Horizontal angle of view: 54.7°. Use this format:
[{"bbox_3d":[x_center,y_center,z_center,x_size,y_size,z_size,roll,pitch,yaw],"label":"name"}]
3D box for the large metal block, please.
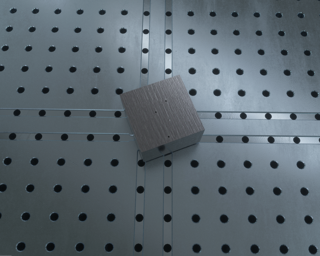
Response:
[{"bbox_3d":[0.002,-0.011,0.400,0.081,0.050,0.080,-20,71,-7],"label":"large metal block"}]
